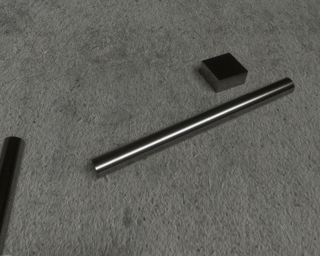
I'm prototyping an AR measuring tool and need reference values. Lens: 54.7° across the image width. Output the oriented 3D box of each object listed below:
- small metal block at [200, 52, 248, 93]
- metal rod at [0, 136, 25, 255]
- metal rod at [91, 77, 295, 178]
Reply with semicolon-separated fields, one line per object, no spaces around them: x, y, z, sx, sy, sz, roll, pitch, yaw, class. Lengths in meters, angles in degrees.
0.097;-0.086;0.476;0.050;0.025;0.050;-19;53;-16;small metal block
-0.164;0.132;0.290;0.025;0.025;0.300;-5;50;-4;metal rod
0.056;-0.008;0.409;0.302;0.025;0.025;-23;54;-18;metal rod
